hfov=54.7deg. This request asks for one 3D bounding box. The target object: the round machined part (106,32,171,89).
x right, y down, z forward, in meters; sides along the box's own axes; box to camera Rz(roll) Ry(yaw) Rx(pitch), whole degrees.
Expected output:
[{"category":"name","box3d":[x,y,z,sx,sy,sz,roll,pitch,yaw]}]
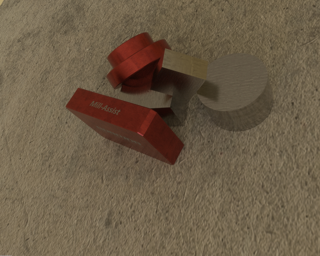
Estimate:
[{"category":"round machined part","box3d":[-0.035,-0.098,0.436,0.098,0.098,0.042,-32,96,7]}]

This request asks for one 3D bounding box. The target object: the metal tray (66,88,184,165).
[{"category":"metal tray","box3d":[-0.044,-0.002,0.387,0.130,0.090,0.030,18,72,35]}]

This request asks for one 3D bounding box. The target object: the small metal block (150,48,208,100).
[{"category":"small metal block","box3d":[0.021,-0.060,0.356,0.050,0.050,0.025,14,65,-11]}]

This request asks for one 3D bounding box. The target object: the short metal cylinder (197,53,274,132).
[{"category":"short metal cylinder","box3d":[0.090,-0.042,0.369,0.080,0.050,0.080,-13,56,21]}]

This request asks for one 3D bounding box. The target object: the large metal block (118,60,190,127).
[{"category":"large metal block","box3d":[-0.005,-0.047,0.422,0.080,0.050,0.080,-1,61,27]}]
